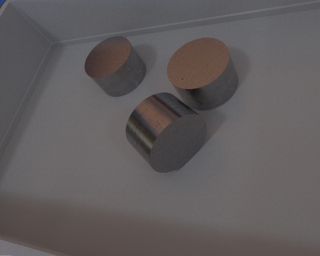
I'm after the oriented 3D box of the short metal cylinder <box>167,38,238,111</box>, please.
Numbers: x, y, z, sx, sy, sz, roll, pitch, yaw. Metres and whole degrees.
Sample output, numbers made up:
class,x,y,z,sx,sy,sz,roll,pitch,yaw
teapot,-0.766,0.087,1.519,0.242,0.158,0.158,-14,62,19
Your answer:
class,x,y,z,sx,sy,sz,roll,pitch,yaw
short metal cylinder,0.056,-0.070,0.402,0.080,0.050,0.080,-13,56,20

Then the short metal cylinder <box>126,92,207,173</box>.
class,x,y,z,sx,sy,sz,roll,pitch,yaw
short metal cylinder,0.008,0.005,0.362,0.080,0.080,0.050,-45,51,-3

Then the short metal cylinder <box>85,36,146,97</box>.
class,x,y,z,sx,sy,sz,roll,pitch,yaw
short metal cylinder,-0.069,-0.095,0.483,0.080,0.050,0.080,-13,56,20
